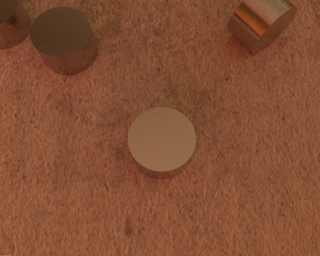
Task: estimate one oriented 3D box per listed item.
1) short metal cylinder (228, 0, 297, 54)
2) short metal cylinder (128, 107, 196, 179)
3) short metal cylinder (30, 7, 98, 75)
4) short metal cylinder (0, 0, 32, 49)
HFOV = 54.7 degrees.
[{"bbox_3d":[0.143,-0.152,0.436,0.080,0.080,0.050,-37,75,-13],"label":"short metal cylinder"},{"bbox_3d":[0.002,0.020,0.388,0.081,0.050,0.080,0,70,-1],"label":"short metal cylinder"},{"bbox_3d":[-0.133,-0.122,0.438,0.081,0.050,0.080,0,70,0],"label":"short metal cylinder"},{"bbox_3d":[-0.237,-0.163,0.452,0.081,0.050,0.080,0,70,0],"label":"short metal cylinder"}]
